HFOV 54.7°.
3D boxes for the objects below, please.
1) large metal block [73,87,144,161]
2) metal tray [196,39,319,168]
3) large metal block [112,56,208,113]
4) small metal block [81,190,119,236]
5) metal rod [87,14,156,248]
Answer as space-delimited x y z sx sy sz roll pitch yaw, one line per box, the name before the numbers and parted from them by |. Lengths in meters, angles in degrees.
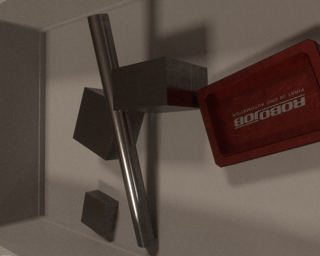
large metal block | -0.075 -0.008 0.450 0.080 0.050 0.079 27 107 36
metal tray | 0.107 -0.019 0.313 0.130 0.030 0.090 -23 76 37
large metal block | 0.001 -0.046 0.368 0.080 0.081 0.050 -3 88 39
small metal block | -0.094 0.131 0.482 0.050 0.025 0.050 18 101 38
metal rod | -0.046 0.012 0.393 0.025 0.025 0.298 -2 104 40
